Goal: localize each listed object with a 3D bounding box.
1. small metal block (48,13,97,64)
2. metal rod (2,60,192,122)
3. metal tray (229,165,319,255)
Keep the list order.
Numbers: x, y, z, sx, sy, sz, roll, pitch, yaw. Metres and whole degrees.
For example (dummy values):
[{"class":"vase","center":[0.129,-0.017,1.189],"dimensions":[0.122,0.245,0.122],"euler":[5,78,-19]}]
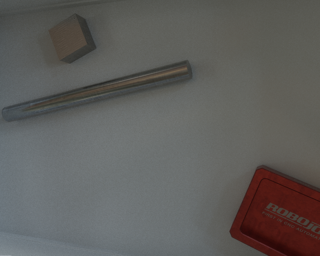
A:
[{"class":"small metal block","center":[-0.128,-0.130,0.454],"dimensions":[0.050,0.025,0.050],"euler":[-24,82,18]},{"class":"metal rod","center":[-0.102,-0.048,0.445],"dimensions":[0.301,0.025,0.025],"euler":[-11,87,19]},{"class":"metal tray","center":[0.157,0.109,0.352],"dimensions":[0.130,0.030,0.089],"euler":[23,97,18]}]
